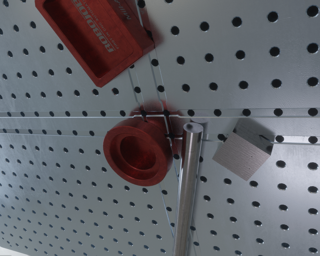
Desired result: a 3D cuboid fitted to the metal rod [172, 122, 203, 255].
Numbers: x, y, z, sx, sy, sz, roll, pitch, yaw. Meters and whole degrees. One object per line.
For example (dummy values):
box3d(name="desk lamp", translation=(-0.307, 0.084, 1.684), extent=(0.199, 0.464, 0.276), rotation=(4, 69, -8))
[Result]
box3d(name="metal rod", translation=(0.037, 0.125, 0.468), extent=(0.025, 0.025, 0.298), rotation=(15, 125, 19))

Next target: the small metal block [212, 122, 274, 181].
box3d(name="small metal block", translation=(0.100, 0.029, 0.377), extent=(0.050, 0.025, 0.050), rotation=(33, 129, 6))

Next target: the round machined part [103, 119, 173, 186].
box3d(name="round machined part", translation=(-0.027, 0.030, 0.433), extent=(0.098, 0.042, 0.097), rotation=(13, 124, 21))

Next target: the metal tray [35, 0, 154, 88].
box3d(name="metal tray", translation=(-0.079, -0.124, 0.372), extent=(0.090, 0.030, 0.130), rotation=(-28, 103, 37))
